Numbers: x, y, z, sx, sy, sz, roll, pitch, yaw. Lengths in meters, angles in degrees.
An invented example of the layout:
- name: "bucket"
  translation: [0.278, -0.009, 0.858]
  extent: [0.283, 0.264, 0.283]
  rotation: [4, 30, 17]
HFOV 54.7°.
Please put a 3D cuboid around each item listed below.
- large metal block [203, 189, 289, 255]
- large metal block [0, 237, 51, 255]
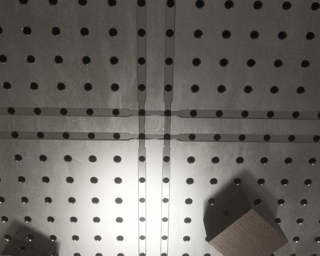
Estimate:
- name: "large metal block"
  translation: [0.124, 0.152, 0.458]
  extent: [0.080, 0.050, 0.080]
  rotation: [43, 104, -15]
- name: "large metal block"
  translation: [-0.222, 0.231, 0.482]
  extent: [0.080, 0.050, 0.080]
  rotation: [34, 106, -12]
